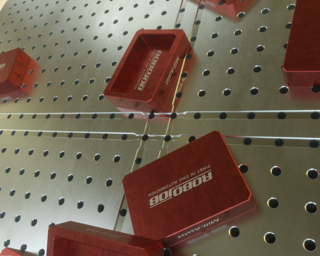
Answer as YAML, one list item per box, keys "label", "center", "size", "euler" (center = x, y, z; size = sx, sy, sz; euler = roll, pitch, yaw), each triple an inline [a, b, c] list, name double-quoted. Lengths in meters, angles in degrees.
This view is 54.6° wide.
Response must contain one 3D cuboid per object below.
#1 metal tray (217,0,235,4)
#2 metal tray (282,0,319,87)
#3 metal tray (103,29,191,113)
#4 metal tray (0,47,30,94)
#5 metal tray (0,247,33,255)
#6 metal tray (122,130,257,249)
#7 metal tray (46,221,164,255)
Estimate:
- label: "metal tray"
  center: [0.098, -0.264, 0.516]
  size: [0.090, 0.030, 0.130]
  euler: [-45, 51, -4]
- label: "metal tray"
  center: [0.204, -0.110, 0.366]
  size: [0.090, 0.030, 0.130]
  euler: [6, 64, 31]
- label: "metal tray"
  center: [-0.019, -0.091, 0.471]
  size: [0.090, 0.030, 0.130]
  euler: [11, 67, 33]
- label: "metal tray"
  center: [-0.345, -0.114, 0.659]
  size: [0.130, 0.030, 0.090]
  euler: [-10, 57, 23]
- label: "metal tray"
  center: [-0.179, 0.221, 0.364]
  size: [0.090, 0.030, 0.130]
  euler: [8, 66, 31]
- label: "metal tray"
  center: [0.028, 0.070, 0.348]
  size: [0.130, 0.030, 0.090]
  euler: [-28, 52, 10]
- label: "metal tray"
  center: [-0.062, 0.154, 0.321]
  size: [0.130, 0.030, 0.090]
  euler: [2, 86, 29]
